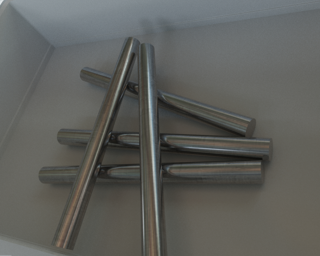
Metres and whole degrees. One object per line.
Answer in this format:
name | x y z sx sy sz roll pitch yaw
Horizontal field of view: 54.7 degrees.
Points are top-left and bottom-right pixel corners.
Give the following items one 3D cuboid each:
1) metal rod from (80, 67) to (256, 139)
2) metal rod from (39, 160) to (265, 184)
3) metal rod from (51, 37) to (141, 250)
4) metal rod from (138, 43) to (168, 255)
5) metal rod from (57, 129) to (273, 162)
metal rod | -0.011 -0.045 0.435 0.300 0.025 0.025 22 74 35
metal rod | -0.030 0.057 0.383 0.301 0.025 0.025 -5 60 25
metal rod | -0.075 0.002 0.408 0.025 0.025 0.300 0 62 28
metal rod | -0.012 0.011 0.370 0.025 0.025 0.299 -16 55 19
metal rod | -0.015 0.018 0.399 0.300 0.025 0.025 2 63 28
